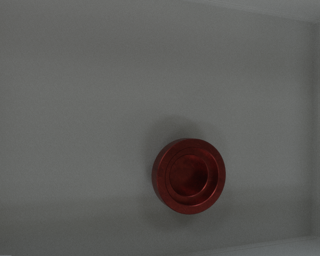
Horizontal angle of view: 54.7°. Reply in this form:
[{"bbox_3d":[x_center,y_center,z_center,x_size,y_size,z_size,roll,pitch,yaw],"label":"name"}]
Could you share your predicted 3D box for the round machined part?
[{"bbox_3d":[0.035,0.062,0.416,0.099,0.042,0.097,0,90,-21],"label":"round machined part"}]
